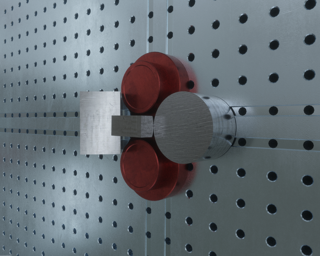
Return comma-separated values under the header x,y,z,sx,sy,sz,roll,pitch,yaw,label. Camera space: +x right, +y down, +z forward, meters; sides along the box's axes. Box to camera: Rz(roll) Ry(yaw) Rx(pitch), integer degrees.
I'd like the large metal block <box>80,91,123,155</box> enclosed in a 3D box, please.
x,y,z,sx,sy,sz,roll,pitch,yaw,label
-0.078,-0.007,0.431,0.050,0.080,0.080,0,90,-4,large metal block

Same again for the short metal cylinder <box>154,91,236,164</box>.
x,y,z,sx,sy,sz,roll,pitch,yaw,label
0.039,-0.001,0.359,0.080,0.050,0.080,0,90,40,short metal cylinder

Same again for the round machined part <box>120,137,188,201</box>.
x,y,z,sx,sy,sz,roll,pitch,yaw,label
-0.015,0.048,0.411,0.098,0.042,0.097,0,90,40,round machined part

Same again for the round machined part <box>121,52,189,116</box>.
x,y,z,sx,sy,sz,roll,pitch,yaw,label
-0.013,-0.052,0.410,0.098,0.042,0.097,0,90,40,round machined part

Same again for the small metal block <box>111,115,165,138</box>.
x,y,z,sx,sy,sz,roll,pitch,yaw,label
-0.024,-0.002,0.385,0.050,0.050,0.025,2,92,40,small metal block
